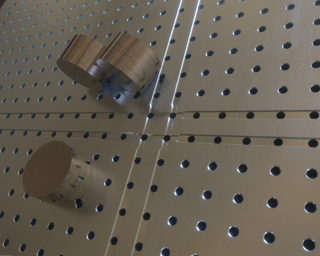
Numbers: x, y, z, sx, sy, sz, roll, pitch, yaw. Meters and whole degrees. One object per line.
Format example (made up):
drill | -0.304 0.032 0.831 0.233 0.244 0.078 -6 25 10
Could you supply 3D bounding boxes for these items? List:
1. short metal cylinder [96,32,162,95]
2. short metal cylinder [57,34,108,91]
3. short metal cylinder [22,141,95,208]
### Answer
short metal cylinder | -0.045 -0.093 0.454 0.080 0.080 0.050 27 77 37
short metal cylinder | -0.116 -0.103 0.498 0.080 0.080 0.050 16 71 34
short metal cylinder | -0.138 0.064 0.426 0.080 0.050 0.080 -13 56 21
